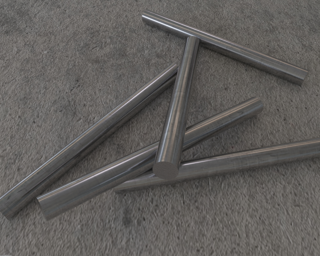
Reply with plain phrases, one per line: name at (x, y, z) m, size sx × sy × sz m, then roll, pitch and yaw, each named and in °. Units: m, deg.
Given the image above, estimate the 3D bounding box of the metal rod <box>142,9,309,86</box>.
metal rod at (0.097, -0.142, 0.523) m, size 0.300 × 0.025 × 0.025 m, roll 29°, pitch 56°, yaw 22°

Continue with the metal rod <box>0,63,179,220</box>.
metal rod at (-0.073, 0.000, 0.402) m, size 0.025 × 0.025 × 0.301 m, roll 33°, pitch 57°, yaw 24°

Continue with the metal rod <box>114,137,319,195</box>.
metal rod at (0.096, 0.040, 0.370) m, size 0.302 × 0.025 × 0.025 m, roll -9°, pitch 51°, yaw -8°

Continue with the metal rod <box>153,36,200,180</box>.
metal rod at (0.030, -0.052, 0.410) m, size 0.025 × 0.025 × 0.301 m, roll 8°, pitch 39°, yaw 6°

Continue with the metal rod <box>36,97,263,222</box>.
metal rod at (0.012, 0.022, 0.359) m, size 0.302 × 0.025 × 0.025 m, roll -24°, pitch 54°, yaw -28°
